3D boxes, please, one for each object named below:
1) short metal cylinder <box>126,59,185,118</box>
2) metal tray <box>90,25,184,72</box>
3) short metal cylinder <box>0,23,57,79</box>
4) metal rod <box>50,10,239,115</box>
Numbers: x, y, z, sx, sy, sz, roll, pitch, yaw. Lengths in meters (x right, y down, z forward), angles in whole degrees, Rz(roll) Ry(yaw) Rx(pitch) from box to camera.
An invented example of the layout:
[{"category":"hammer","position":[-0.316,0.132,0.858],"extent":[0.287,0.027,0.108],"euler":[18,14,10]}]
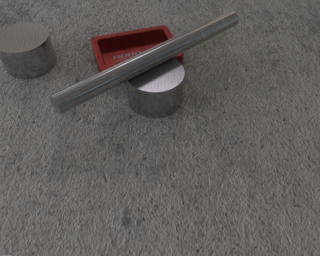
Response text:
[{"category":"short metal cylinder","position":[-0.007,-0.060,0.438],"extent":[0.081,0.050,0.080],"euler":[0,50,0]},{"category":"metal tray","position":[-0.038,-0.120,0.500],"extent":[0.131,0.030,0.090],"euler":[-14,51,-12]},{"category":"short metal cylinder","position":[-0.210,-0.122,0.488],"extent":[0.081,0.050,0.080],"euler":[0,50,0]},{"category":"metal rod","position":[-0.004,-0.099,0.421],"extent":[0.302,0.025,0.025],"euler":[-32,57,-24]}]
